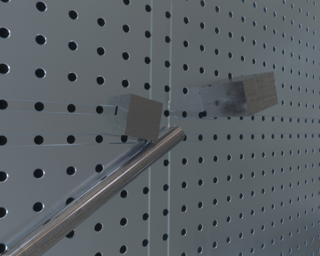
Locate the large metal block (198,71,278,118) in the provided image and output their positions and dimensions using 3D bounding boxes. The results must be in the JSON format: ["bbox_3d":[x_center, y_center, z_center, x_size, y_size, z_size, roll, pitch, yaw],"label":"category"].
[{"bbox_3d":[0.120,-0.051,0.474,0.081,0.080,0.050,-20,103,-38],"label":"large metal block"}]

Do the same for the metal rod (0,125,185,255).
[{"bbox_3d":[-0.076,0.080,0.345,0.302,0.025,0.025,-36,113,-34],"label":"metal rod"}]

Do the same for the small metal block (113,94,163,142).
[{"bbox_3d":[-0.027,-0.012,0.387,0.050,0.025,0.050,14,81,-39],"label":"small metal block"}]
